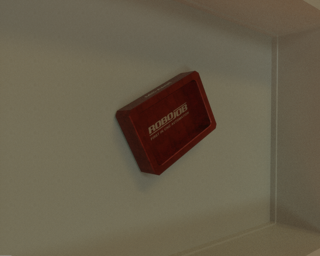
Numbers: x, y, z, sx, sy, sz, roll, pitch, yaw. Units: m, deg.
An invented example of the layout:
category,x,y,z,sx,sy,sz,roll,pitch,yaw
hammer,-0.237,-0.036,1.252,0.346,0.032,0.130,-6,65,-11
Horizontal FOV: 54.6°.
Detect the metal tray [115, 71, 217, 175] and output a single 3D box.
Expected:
category,x,y,z,sx,sy,sz,roll,pitch,yaw
metal tray,0.014,-0.010,0.410,0.131,0.030,0.090,-35,112,-35
